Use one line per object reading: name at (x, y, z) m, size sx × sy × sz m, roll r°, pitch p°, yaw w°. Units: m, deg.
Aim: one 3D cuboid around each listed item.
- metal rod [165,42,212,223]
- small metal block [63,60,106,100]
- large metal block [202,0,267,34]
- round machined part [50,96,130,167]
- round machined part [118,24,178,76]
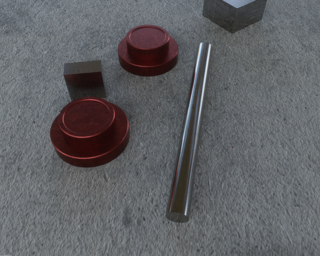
metal rod at (0.046, -0.019, 0.419) m, size 0.025 × 0.025 × 0.300 m, roll 8°, pitch 50°, yaw 7°
small metal block at (-0.106, -0.067, 0.442) m, size 0.050 × 0.050 × 0.025 m, roll -7°, pitch 51°, yaw -6°
large metal block at (0.139, -0.230, 0.581) m, size 0.081 × 0.050 × 0.080 m, roll -30°, pitch 56°, yaw -23°
round machined part at (-0.089, -0.002, 0.393) m, size 0.099 × 0.042 × 0.098 m, roll 0°, pitch 50°, yaw 0°
round machined part at (-0.020, -0.131, 0.502) m, size 0.099 × 0.042 × 0.098 m, roll 0°, pitch 50°, yaw 0°
